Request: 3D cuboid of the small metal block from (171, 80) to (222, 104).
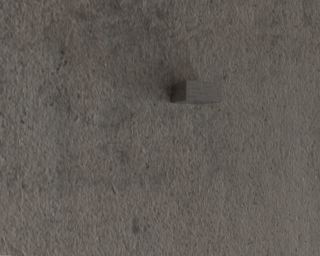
[{"bbox_3d":[0.047,-0.046,0.413,0.050,0.050,0.025,1,90,-20],"label":"small metal block"}]
